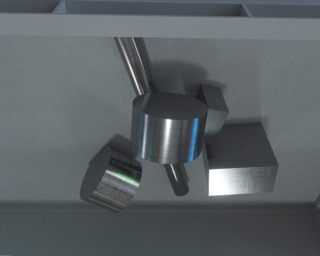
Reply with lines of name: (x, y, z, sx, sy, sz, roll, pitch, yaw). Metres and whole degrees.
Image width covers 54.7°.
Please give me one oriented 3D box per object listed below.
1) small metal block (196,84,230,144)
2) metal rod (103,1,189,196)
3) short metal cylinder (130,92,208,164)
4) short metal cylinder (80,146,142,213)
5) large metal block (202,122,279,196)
small metal block: (0.058, -0.017, 0.378, 0.025, 0.050, 0.050, 9, 130, -13)
metal rod: (-0.005, -0.011, 0.399, 0.025, 0.025, 0.299, -12, 130, 9)
short metal cylinder: (0.009, -0.003, 0.341, 0.081, 0.080, 0.050, 4, 115, -4)
short metal cylinder: (-0.069, 0.072, 0.433, 0.050, 0.080, 0.080, 30, 124, -24)
large metal block: (0.100, 0.039, 0.408, 0.080, 0.080, 0.050, -4, 130, 3)
